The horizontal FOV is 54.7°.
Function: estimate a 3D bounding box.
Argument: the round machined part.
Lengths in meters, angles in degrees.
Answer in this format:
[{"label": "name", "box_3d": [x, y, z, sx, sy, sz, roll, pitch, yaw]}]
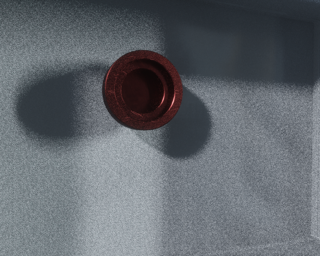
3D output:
[{"label": "round machined part", "box_3d": [-0.024, -0.046, 0.393, 0.099, 0.042, 0.097, 0, 90, -21]}]
